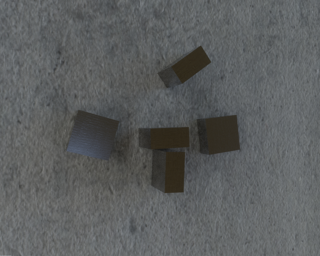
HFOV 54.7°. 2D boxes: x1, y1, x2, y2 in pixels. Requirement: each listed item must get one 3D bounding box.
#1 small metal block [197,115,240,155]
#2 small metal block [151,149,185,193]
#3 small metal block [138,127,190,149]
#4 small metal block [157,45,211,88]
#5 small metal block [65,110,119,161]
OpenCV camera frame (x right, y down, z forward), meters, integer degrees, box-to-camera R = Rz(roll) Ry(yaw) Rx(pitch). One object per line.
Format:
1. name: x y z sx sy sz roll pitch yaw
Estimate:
1. small metal block: 0.083 0.009 0.441 0.050 0.025 0.050 -7 93 -20
2. small metal block: 0.010 0.054 0.400 0.025 0.050 0.050 2 89 -20
3. small metal block: 0.004 0.012 0.398 0.050 0.050 0.025 -2 91 -20
4. small metal block: 0.031 -0.079 0.408 0.050 0.050 0.025 -38 103 -16
5. small metal block: -0.083 0.009 0.379 0.050 0.025 0.050 16 85 -20
